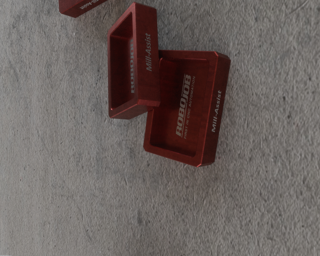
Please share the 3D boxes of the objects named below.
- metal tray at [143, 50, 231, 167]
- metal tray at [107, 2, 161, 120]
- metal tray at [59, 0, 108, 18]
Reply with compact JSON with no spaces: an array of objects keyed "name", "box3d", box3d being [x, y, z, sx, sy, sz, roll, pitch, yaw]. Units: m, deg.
[{"name":"metal tray","box3d":[0.029,-0.026,0.377,0.090,0.030,0.129,13,98,39]},{"name":"metal tray","box3d":[-0.037,-0.083,0.406,0.090,0.030,0.129,-19,71,57]},{"name":"metal tray","box3d":[-0.115,-0.243,0.497,0.130,0.030,0.089,-8,85,39]}]
